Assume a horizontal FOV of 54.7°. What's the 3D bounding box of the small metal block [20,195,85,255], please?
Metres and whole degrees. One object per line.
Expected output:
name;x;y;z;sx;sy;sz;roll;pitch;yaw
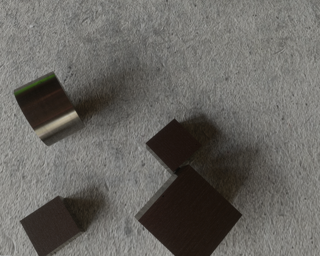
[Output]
small metal block;-0.125;0.116;0.364;0.050;0.025;0.050;-34;74;-12

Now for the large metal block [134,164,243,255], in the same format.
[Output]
large metal block;0.030;0.100;0.351;0.080;0.050;0.080;44;75;1

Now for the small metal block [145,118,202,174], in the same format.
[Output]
small metal block;0.017;0.025;0.399;0.050;0.025;0.050;-41;75;-14

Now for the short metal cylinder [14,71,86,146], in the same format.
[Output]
short metal cylinder;-0.136;-0.024;0.386;0.050;0.080;0.080;-30;73;-10
